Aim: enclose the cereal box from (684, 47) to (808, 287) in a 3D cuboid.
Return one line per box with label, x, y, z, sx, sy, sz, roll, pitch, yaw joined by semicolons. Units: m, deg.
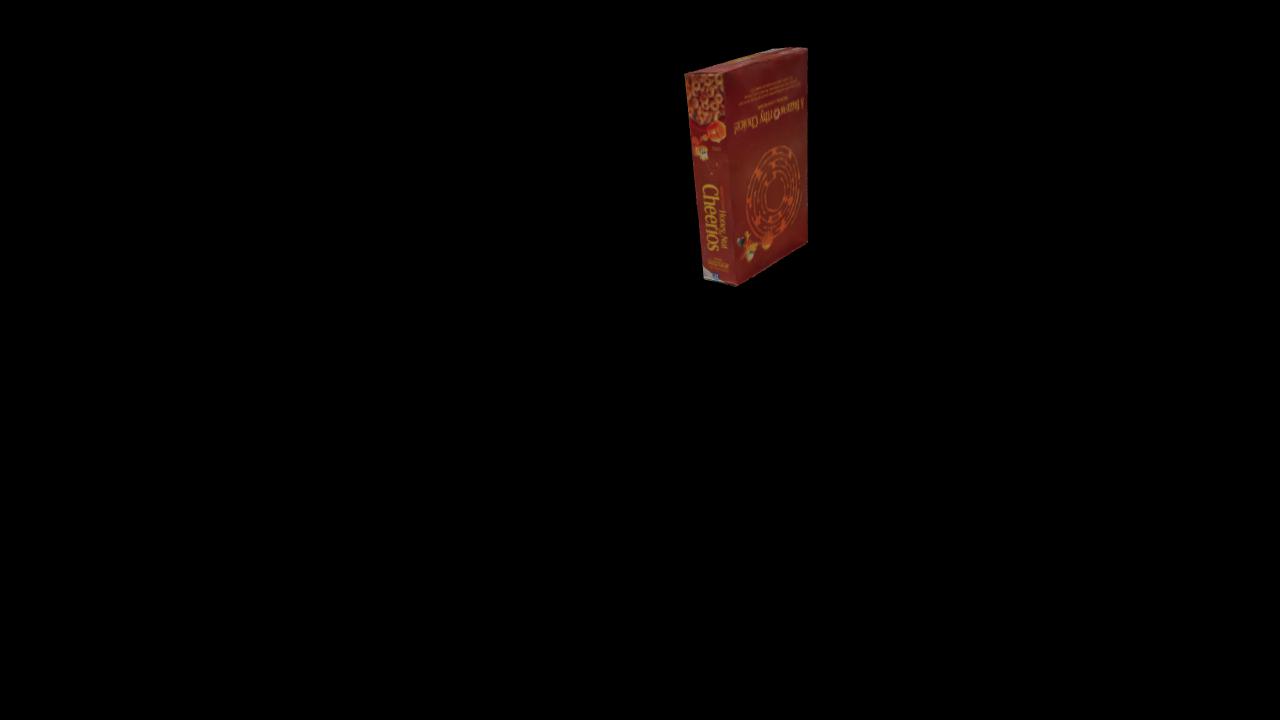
cereal box;0.170;-0.288;0.929;0.081;0.306;0.203;22;43;41
